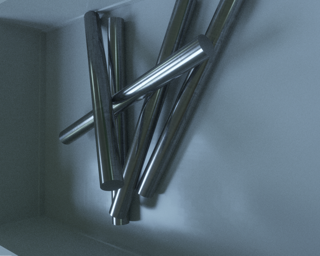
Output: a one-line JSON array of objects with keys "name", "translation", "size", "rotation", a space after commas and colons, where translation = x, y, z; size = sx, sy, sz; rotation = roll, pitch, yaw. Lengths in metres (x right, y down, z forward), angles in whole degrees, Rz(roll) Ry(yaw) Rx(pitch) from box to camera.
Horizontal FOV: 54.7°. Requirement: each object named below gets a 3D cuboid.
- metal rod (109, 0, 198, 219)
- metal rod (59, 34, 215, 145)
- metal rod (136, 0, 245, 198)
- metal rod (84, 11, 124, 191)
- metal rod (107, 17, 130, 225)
[{"name": "metal rod", "translation": [-0.012, -0.021, 0.402], "size": [0.025, 0.025, 0.298], "rotation": [25, 102, 37]}, {"name": "metal rod", "translation": [-0.054, -0.034, 0.410], "size": [0.299, 0.025, 0.025], "rotation": [-26, 74, 42]}, {"name": "metal rod", "translation": [0.036, -0.042, 0.375], "size": [0.025, 0.025, 0.298], "rotation": [36, 112, 33]}, {"name": "metal rod", "translation": [-0.079, -0.058, 0.409], "size": [0.025, 0.025, 0.299], "rotation": [-41, 47, 32]}, {"name": "metal rod", "translation": [-0.061, -0.011, 0.454], "size": [0.025, 0.025, 0.298], "rotation": [-3, 88, 39]}]
